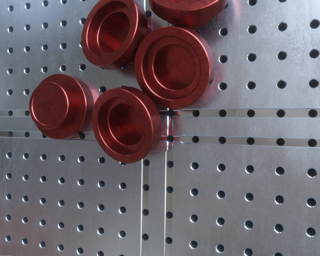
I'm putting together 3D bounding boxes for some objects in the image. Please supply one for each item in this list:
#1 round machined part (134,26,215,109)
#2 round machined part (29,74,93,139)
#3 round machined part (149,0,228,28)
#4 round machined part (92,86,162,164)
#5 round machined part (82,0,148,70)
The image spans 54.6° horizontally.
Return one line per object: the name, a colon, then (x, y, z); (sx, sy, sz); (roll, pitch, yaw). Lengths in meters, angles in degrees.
round machined part: (0.021, -0.076, 0.386); (0.098, 0.042, 0.097); (9, 113, 23)
round machined part: (-0.152, -0.032, 0.458); (0.098, 0.042, 0.097); (0, 90, 20)
round machined part: (0.035, -0.161, 0.377); (0.098, 0.042, 0.098); (-3, 62, 6)
round machined part: (-0.039, -0.006, 0.408); (0.098, 0.042, 0.097); (9, 109, 30)
round machined part: (-0.056, -0.124, 0.415); (0.098, 0.042, 0.098); (-7, 78, 33)
